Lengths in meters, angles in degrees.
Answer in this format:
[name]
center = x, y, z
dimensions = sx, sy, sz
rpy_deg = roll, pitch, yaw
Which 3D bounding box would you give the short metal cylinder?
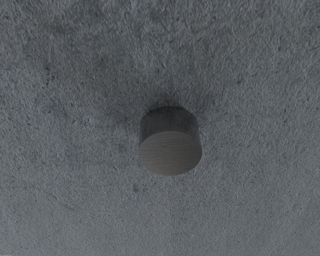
[short metal cylinder]
center = 0.013, 0.017, 0.407
dimensions = 0.081, 0.050, 0.079
rpy_deg = 0, 130, 0
